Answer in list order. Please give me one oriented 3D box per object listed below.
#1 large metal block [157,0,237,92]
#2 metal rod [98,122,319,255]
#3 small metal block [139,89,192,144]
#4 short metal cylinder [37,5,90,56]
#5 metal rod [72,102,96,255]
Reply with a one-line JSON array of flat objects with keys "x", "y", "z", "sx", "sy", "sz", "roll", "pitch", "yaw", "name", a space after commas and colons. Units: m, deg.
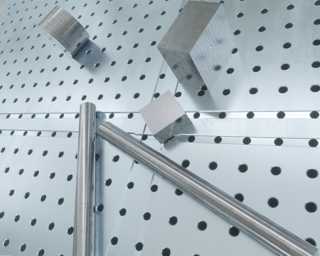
[{"x": 0.052, "y": -0.108, "z": 0.412, "sx": 0.050, "sy": 0.080, "sz": 0.080, "roll": 22, "pitch": 74, "yaw": 36, "name": "large metal block"}, {"x": 0.026, "y": 0.059, "z": 0.358, "sx": 0.300, "sy": 0.025, "sz": 0.025, "roll": 28, "pitch": 77, "yaw": 37, "name": "metal rod"}, {"x": 0.007, "y": -0.015, "z": 0.414, "sx": 0.050, "sy": 0.025, "sz": 0.050, "roll": -35, "pitch": 51, "yaw": 5, "name": "small metal block"}, {"x": -0.178, "y": -0.179, "z": 0.576, "sx": 0.080, "sy": 0.080, "sz": 0.050, "roll": 34, "pitch": 81, "yaw": 38, "name": "short metal cylinder"}, {"x": -0.097, "y": 0.090, "z": 0.404, "sx": 0.025, "sy": 0.025, "sz": 0.299, "roll": -19, "pitch": 54, "yaw": 17, "name": "metal rod"}]
